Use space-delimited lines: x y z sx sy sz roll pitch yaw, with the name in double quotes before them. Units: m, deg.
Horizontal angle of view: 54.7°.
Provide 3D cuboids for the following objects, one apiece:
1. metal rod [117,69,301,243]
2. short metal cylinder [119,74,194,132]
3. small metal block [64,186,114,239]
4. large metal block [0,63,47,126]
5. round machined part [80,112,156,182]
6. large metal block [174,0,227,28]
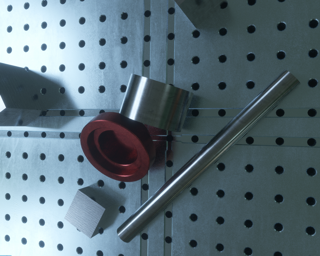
"metal rod" 0.052 0.045 0.394 0.299 0.025 0.025 -46 76 14
"short metal cylinder" -0.004 -0.031 0.385 0.080 0.080 0.050 20 97 19
"small metal block" -0.103 0.121 0.449 0.050 0.025 0.050 30 100 17
"large metal block" -0.231 -0.049 0.465 0.050 0.080 0.080 -32 80 17
"round machined part" -0.050 0.020 0.406 0.098 0.042 0.097 13 128 18
"large metal block" 0.031 -0.179 0.372 0.050 0.080 0.080 -38 78 16
